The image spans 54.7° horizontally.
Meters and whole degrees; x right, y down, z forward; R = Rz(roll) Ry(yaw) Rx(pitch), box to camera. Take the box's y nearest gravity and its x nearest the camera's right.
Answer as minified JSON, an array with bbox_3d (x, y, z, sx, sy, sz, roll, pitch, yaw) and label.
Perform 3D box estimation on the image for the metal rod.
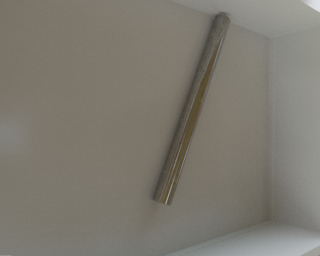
[{"bbox_3d":[0.051,-0.036,0.451,0.025,0.025,0.299,32,70,-36],"label":"metal rod"}]
